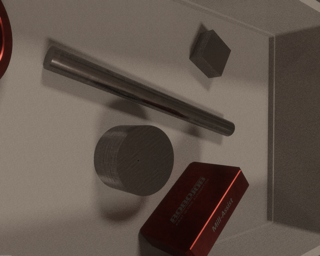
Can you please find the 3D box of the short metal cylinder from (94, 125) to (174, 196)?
[{"bbox_3d":[-0.030,0.036,0.367,0.081,0.050,0.079,0,90,-40],"label":"short metal cylinder"}]

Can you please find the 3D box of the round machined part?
[{"bbox_3d":[-0.166,-0.076,0.237,0.098,0.042,0.097,0,91,-74],"label":"round machined part"}]

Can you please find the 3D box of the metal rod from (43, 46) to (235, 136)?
[{"bbox_3d":[-0.001,-0.035,0.407,0.302,0.025,0.025,18,79,-39],"label":"metal rod"}]

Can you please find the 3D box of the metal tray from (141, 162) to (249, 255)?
[{"bbox_3d":[0.046,0.103,0.405,0.130,0.090,0.030,-48,119,-29],"label":"metal tray"}]

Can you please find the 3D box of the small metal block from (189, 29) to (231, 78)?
[{"bbox_3d":[0.078,-0.112,0.474,0.050,0.025,0.050,36,68,-35],"label":"small metal block"}]
